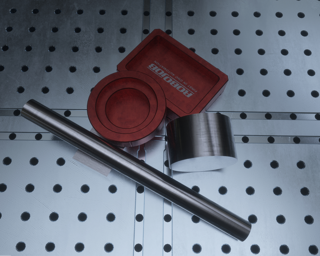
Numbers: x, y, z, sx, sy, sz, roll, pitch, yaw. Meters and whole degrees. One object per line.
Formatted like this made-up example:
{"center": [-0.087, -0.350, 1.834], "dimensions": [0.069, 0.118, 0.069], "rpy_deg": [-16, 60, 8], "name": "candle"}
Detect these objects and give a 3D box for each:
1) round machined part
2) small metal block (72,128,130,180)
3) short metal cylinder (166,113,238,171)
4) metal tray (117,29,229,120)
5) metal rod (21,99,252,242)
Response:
{"center": [-0.041, -0.022, 0.402], "dimensions": [0.099, 0.042, 0.098], "rpy_deg": [0, 70, 1], "name": "round machined part"}
{"center": [-0.075, 0.032, 0.399], "dimensions": [0.050, 0.025, 0.050], "rpy_deg": [27, 72, 9], "name": "small metal block"}
{"center": [0.049, 0.020, 0.374], "dimensions": [0.081, 0.080, 0.050], "rpy_deg": [-4, 70, -2], "name": "short metal cylinder"}
{"center": [0.017, -0.070, 0.434], "dimensions": [0.130, 0.030, 0.090], "rpy_deg": [38, 74, 12], "name": "metal tray"}
{"center": [-0.029, 0.050, 0.371], "dimensions": [0.301, 0.025, 0.025], "rpy_deg": [30, 72, 1], "name": "metal rod"}
